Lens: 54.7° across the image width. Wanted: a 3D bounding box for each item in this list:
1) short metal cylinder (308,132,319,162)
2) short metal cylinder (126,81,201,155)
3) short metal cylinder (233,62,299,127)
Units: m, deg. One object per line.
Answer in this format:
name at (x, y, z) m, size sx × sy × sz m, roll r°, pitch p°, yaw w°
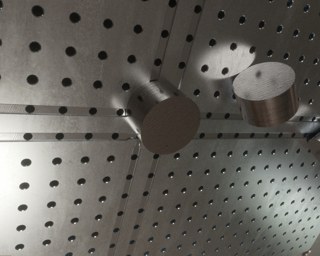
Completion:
short metal cylinder at (0.330, 0.038, 0.584) m, size 0.050 × 0.080 × 0.080 m, roll -37°, pitch 130°, yaw -4°
short metal cylinder at (0.004, -0.013, 0.390) m, size 0.081 × 0.050 × 0.079 m, roll -14°, pitch 125°, yaw -21°
short metal cylinder at (0.147, -0.047, 0.429) m, size 0.080 × 0.080 × 0.050 m, roll -34°, pitch 129°, yaw -7°
